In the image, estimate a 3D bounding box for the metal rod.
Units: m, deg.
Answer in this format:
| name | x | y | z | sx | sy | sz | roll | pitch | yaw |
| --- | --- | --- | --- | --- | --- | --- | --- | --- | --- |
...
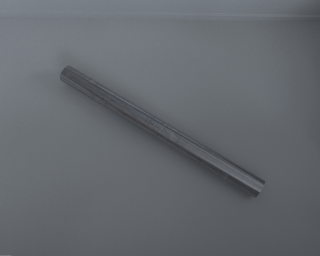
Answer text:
| name | x | y | z | sx | sy | sz | roll | pitch | yaw |
| --- | --- | --- | --- | --- | --- | --- | --- | --- | --- |
| metal rod | -0.004 | 0.000 | 0.407 | 0.301 | 0.025 | 0.025 | 31 | 73 | 10 |
